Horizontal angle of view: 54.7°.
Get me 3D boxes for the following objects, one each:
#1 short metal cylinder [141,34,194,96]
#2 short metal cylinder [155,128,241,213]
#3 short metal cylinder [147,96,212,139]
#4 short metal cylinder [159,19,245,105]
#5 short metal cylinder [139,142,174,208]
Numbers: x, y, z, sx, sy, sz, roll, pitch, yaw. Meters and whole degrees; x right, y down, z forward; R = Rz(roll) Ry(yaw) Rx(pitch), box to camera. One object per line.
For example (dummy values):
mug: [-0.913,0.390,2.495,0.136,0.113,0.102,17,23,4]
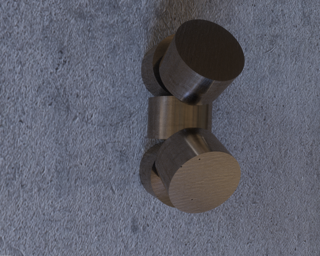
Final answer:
short metal cylinder: [0.021,-0.077,0.405,0.081,0.050,0.080,0,90,-20]
short metal cylinder: [0.040,0.046,0.341,0.081,0.050,0.079,-8,120,-14]
short metal cylinder: [0.025,-0.011,0.391,0.081,0.080,0.050,2,90,-20]
short metal cylinder: [0.045,-0.072,0.344,0.081,0.050,0.080,9,62,-17]
short metal cylinder: [0.018,0.058,0.404,0.081,0.050,0.080,0,90,-20]
